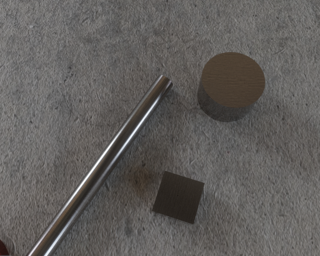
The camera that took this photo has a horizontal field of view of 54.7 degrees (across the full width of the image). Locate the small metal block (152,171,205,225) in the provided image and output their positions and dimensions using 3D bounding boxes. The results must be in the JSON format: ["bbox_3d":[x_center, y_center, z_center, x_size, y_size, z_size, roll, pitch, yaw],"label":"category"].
[{"bbox_3d":[0.022,0.085,0.377,0.050,0.025,0.050,17,71,5],"label":"small metal block"}]

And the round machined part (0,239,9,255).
[{"bbox_3d":[-0.222,0.162,0.337,0.099,0.042,0.098,0,70,-1],"label":"round machined part"}]

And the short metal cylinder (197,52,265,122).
[{"bbox_3d":[0.093,-0.054,0.416,0.081,0.050,0.080,0,70,0],"label":"short metal cylinder"}]

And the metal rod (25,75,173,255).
[{"bbox_3d":[-0.074,0.053,0.387,0.025,0.025,0.300,31,73,10],"label":"metal rod"}]
